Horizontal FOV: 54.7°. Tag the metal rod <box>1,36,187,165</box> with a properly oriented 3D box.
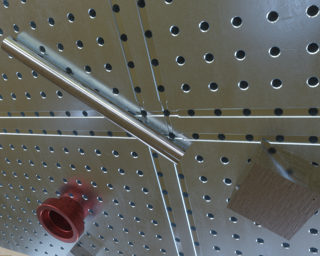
[{"bbox_3d":[-0.096,-0.041,0.436,0.301,0.025,0.025,33,129,6],"label":"metal rod"}]

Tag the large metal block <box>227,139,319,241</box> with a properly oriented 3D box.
[{"bbox_3d":[0.138,0.073,0.368,0.080,0.050,0.079,27,128,11],"label":"large metal block"}]

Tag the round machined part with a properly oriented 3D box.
[{"bbox_3d":[-0.188,0.174,0.608,0.098,0.042,0.097,13,124,21],"label":"round machined part"}]

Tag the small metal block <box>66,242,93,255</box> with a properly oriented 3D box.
[{"bbox_3d":[-0.180,0.288,0.684,0.050,0.025,0.050,39,129,1],"label":"small metal block"}]
